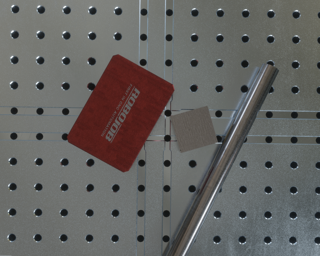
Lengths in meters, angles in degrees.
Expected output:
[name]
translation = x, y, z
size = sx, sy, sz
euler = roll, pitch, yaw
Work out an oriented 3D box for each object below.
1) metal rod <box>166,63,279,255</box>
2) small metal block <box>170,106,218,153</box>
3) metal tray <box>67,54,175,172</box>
[metal rod]
translation = 0.081, 0.053, 0.414
size = 0.025, 0.025, 0.299
euler = 26, 90, -1
[small metal block]
translation = 0.044, 0.002, 0.414
size = 0.050, 0.025, 0.050
euler = -16, 90, -1
[metal tray]
translation = -0.050, -0.019, 0.410
size = 0.090, 0.030, 0.130
euler = 29, 90, -1
